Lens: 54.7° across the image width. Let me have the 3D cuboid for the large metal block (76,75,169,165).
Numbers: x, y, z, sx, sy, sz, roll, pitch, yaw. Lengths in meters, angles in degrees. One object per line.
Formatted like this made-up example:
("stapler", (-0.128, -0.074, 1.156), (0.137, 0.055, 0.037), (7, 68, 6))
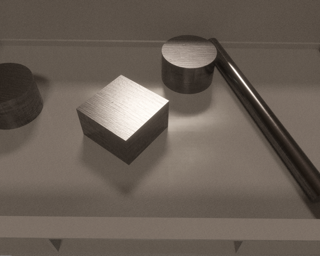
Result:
("large metal block", (-0.045, -0.013, 0.399), (0.080, 0.050, 0.080), (31, 56, 23))

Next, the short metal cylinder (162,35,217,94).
("short metal cylinder", (0.043, -0.097, 0.471), (0.081, 0.050, 0.080), (0, 50, 0))

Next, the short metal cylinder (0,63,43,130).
("short metal cylinder", (-0.208, -0.044, 0.423), (0.081, 0.050, 0.080), (0, 50, 0))

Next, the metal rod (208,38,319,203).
("metal rod", (0.134, -0.033, 0.434), (0.025, 0.025, 0.299), (-14, 52, -12))
